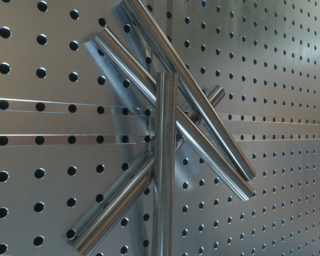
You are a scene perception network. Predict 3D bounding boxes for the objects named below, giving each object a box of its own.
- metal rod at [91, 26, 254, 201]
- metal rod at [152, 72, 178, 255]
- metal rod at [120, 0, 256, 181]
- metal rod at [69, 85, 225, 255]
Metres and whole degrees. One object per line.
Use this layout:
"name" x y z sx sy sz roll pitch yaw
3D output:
"metal rod" 0.029 -0.006 0.402 0.300 0.025 0.025 46 62 -20
"metal rod" 0.005 0.083 0.383 0.025 0.025 0.298 -7 103 -40
"metal rod" 0.047 -0.043 0.419 0.025 0.025 0.300 -47 109 -30
"metal rod" 0.001 0.038 0.408 0.301 0.025 0.025 -47 118 -30
